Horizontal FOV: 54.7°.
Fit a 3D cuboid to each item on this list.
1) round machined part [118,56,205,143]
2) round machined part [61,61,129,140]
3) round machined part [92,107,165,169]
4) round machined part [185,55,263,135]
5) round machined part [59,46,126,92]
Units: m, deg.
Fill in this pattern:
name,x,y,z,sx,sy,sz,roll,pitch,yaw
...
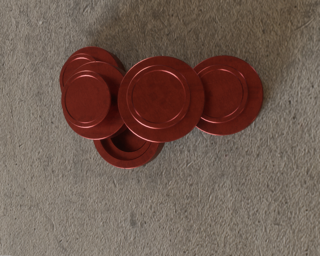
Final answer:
name,x,y,z,sx,sy,sz,roll,pitch,yaw
round machined part,0.001,-0.033,0.345,0.099,0.042,0.097,0,89,6
round machined part,-0.081,-0.034,0.384,0.098,0.042,0.097,0,90,19
round machined part,-0.037,0.003,0.413,0.098,0.042,0.097,0,90,19
round machined part,0.073,-0.040,0.374,0.098,0.042,0.097,0,90,19
round machined part,-0.100,-0.066,0.434,0.098,0.042,0.097,0,90,19
